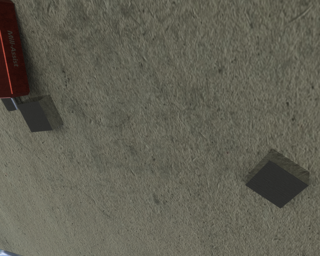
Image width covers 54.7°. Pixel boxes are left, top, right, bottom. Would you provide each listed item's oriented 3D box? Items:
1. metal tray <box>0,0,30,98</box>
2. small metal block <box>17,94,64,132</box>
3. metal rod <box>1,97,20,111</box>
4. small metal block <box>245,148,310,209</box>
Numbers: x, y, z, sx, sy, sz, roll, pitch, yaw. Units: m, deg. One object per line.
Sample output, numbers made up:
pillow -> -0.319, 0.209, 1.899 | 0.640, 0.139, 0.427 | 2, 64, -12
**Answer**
metal tray -> -0.238, -0.107, 0.438 | 0.090, 0.030, 0.129 | 0, 103, 27
small metal block -> -0.189, -0.022, 0.490 | 0.050, 0.025, 0.050 | -5, 116, 30
metal rod -> -0.255, -0.145, 0.409 | 0.025, 0.025, 0.298 | 12, 136, 21
small metal block -> 0.140, 0.061, 0.370 | 0.050, 0.025, 0.050 | 34, 129, 5
